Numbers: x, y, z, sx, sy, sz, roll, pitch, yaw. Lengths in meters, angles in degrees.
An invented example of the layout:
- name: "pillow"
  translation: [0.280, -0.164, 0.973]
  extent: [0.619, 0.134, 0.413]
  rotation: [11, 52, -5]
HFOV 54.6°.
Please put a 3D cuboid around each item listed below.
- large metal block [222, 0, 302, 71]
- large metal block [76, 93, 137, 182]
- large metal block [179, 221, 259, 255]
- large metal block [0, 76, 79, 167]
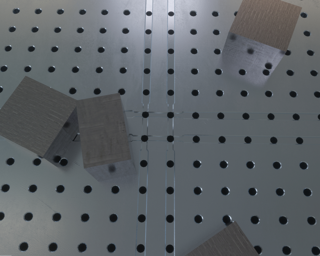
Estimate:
- name: "large metal block"
  translation: [0.147, -0.142, 0.451]
  extent: [0.080, 0.050, 0.080]
  rotation: [23, 72, 8]
- name: "large metal block"
  translation: [-0.063, 0.014, 0.377]
  extent: [0.050, 0.080, 0.080]
  rotation: [-11, 71, -4]
- name: "large metal block"
  translation: [0.069, 0.161, 0.340]
  extent: [0.080, 0.050, 0.080]
  rotation: [-31, 73, -11]
- name: "large metal block"
  translation: [-0.154, -0.008, 0.401]
  extent: [0.080, 0.050, 0.080]
  rotation: [25, 72, 9]
